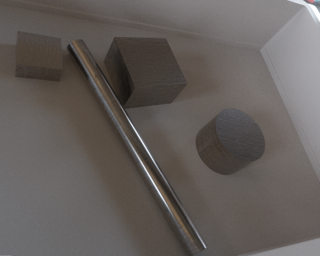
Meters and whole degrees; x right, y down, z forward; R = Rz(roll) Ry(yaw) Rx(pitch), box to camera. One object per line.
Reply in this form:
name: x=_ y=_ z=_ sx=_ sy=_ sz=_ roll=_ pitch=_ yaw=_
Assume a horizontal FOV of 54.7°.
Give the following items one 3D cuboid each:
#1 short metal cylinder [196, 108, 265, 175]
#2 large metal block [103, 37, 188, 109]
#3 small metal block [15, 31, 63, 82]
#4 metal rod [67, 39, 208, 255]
short metal cylinder: x=0.098 y=0.019 z=0.433 sx=0.081 sy=0.050 sz=0.080 roll=14 pitch=56 yaw=-21
large metal block: x=-0.021 y=-0.077 z=0.426 sx=0.081 sy=0.050 sz=0.080 roll=-10 pitch=67 yaw=-33
small metal block: x=-0.148 y=-0.087 z=0.380 sx=0.050 sy=0.025 sz=0.050 roll=3 pitch=60 yaw=-27
metal rod: x=-0.035 y=0.014 z=0.379 sx=0.025 sy=0.025 sz=0.299 roll=-22 pitch=74 yaw=-36
